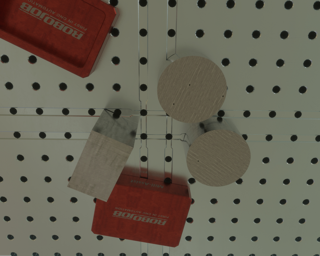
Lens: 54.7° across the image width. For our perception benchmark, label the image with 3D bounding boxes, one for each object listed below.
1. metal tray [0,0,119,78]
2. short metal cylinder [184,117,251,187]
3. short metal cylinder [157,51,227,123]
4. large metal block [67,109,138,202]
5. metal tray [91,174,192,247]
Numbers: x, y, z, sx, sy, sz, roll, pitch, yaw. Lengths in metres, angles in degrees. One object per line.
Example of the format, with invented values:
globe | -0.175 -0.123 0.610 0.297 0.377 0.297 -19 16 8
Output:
metal tray | -0.125 -0.128 0.362 0.131 0.030 0.089 26 108 -10
short metal cylinder | 0.073 0.030 0.412 0.081 0.050 0.079 0 110 0
short metal cylinder | 0.037 -0.052 0.381 0.081 0.050 0.079 0 110 0
large metal block | -0.070 0.032 0.395 0.050 0.080 0.080 24 108 -9
metal tray | -0.028 0.121 0.455 0.131 0.030 0.089 11 110 -5
